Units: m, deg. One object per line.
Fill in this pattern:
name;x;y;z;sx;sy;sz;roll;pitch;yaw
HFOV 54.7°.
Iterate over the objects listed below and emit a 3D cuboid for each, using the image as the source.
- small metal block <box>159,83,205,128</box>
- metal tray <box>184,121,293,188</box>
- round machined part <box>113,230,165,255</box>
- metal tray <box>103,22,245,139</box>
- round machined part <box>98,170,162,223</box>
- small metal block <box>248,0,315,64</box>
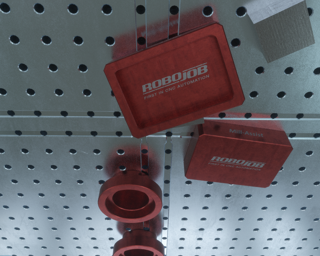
small metal block;0.026;-0.029;0.387;0.050;0.025;0.050;-9;130;7
metal tray;0.108;0.040;0.443;0.131;0.030;0.089;8;130;-7
round machined part;-0.040;0.233;0.598;0.099;0.042;0.097;0;130;0
metal tray;0.016;-0.051;0.341;0.130;0.030;0.090;-18;108;11
round machined part;-0.046;0.104;0.489;0.099;0.042;0.097;0;130;0
small metal block;0.127;-0.104;0.324;0.050;0.025;0.050;-22;127;18
